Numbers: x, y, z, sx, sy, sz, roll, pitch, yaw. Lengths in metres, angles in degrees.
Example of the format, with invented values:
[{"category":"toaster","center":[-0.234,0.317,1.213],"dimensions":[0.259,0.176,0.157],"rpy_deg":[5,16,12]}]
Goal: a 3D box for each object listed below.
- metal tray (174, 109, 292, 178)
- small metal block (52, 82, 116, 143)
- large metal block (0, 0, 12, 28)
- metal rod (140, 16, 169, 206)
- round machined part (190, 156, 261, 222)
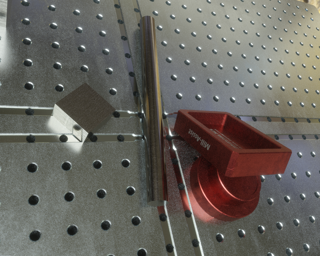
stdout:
[{"category":"metal tray","center":[0.087,0.014,0.397],"dimensions":[0.091,0.030,0.130],"rpy_deg":[1,23,-28]},{"category":"small metal block","center":[-0.091,-0.019,0.372],"dimensions":[0.050,0.025,0.050],"rpy_deg":[42,51,0]},{"category":"large metal block","center":[-0.219,-0.175,0.362],"dimensions":[0.081,0.080,0.050],"rpy_deg":[9,58,-24]},{"category":"metal rod","center":[-0.011,-0.043,0.429],"dimensions":[0.025,0.025,0.299],"rpy_deg":[10,57,-23]},{"category":"round machined part","center":[0.092,0.069,0.407],"dimensions":[0.099,0.042,0.098],"rpy_deg":[14,56,-21]}]
